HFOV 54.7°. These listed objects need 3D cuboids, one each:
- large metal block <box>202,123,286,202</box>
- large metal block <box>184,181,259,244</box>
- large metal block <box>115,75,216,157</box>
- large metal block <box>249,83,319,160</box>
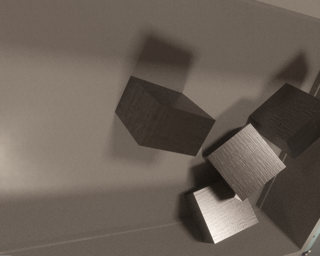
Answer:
[{"bbox_3d":[0.124,0.051,0.467,0.080,0.050,0.080,-38,85,-4],"label":"large metal block"},{"bbox_3d":[0.097,0.131,0.501,0.081,0.080,0.050,-18,167,-18],"label":"large metal block"},{"bbox_3d":[0.004,-0.014,0.368,0.081,0.080,0.050,14,111,-34],"label":"large metal block"},{"bbox_3d":[0.202,-0.013,0.478,0.080,0.080,0.050,-42,130,0],"label":"large metal block"}]
